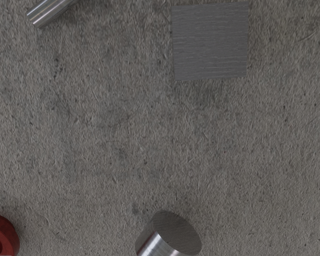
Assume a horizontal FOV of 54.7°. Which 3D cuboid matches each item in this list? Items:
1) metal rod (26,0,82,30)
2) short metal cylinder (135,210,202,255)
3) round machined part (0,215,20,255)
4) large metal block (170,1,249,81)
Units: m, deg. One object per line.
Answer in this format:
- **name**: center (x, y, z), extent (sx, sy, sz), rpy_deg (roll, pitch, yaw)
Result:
- **metal rod**: center (-0.021, -0.203, 0.334), extent (0.300, 0.025, 0.025), rpy_deg (-32, 107, 10)
- **short metal cylinder**: center (0.012, 0.165, 0.441), extent (0.080, 0.080, 0.050), rpy_deg (30, 107, -11)
- **round machined part**: center (-0.257, 0.167, 0.460), extent (0.099, 0.042, 0.097), rpy_deg (0, 110, 0)
- **large metal block**: center (0.055, -0.101, 0.360), extent (0.080, 0.050, 0.079), rpy_deg (-4, 110, 1)
